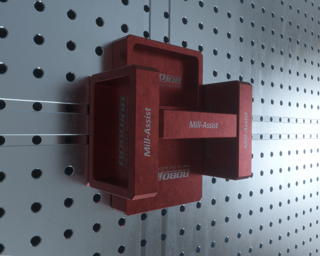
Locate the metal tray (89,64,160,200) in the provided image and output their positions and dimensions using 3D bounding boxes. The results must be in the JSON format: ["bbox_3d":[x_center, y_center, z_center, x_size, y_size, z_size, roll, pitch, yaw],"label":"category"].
[{"bbox_3d":[-0.041,0.004,0.333,0.030,0.090,0.129,1,89,-40],"label":"metal tray"}]

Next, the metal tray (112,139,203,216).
[{"bbox_3d":[0.001,0.057,0.407,0.131,0.030,0.089,1,90,-40],"label":"metal tray"}]

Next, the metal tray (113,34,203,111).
[{"bbox_3d":[0.002,-0.064,0.409,0.131,0.030,0.089,1,90,-40],"label":"metal tray"}]

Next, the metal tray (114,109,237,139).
[{"bbox_3d":[0.021,-0.004,0.384,0.131,0.090,0.030,1,90,-40],"label":"metal tray"}]

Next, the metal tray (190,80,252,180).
[{"bbox_3d":[0.083,0.003,0.438,0.030,0.090,0.129,1,89,-40],"label":"metal tray"}]
